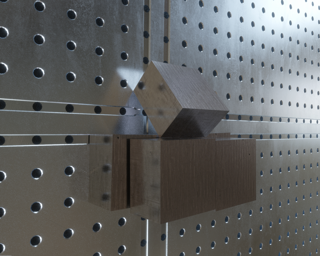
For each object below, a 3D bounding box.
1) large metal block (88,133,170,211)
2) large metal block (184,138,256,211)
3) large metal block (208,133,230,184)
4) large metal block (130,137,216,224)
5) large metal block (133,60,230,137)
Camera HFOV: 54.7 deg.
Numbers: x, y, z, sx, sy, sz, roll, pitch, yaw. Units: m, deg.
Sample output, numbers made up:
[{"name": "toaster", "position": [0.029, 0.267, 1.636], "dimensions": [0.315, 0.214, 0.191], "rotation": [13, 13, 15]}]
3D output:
[{"name": "large metal block", "position": [-0.035, 0.047, 0.366], "dimensions": [0.081, 0.050, 0.079], "rotation": [2, 89, -40]}, {"name": "large metal block", "position": [0.077, 0.053, 0.392], "dimensions": [0.081, 0.050, 0.079], "rotation": [0, 90, -40]}, {"name": "large metal block", "position": [0.055, 0.047, 0.441], "dimensions": [0.081, 0.050, 0.079], "rotation": [-1, 91, -40]}, {"name": "large metal block", "position": [0.015, 0.051, 0.339], "dimensions": [0.081, 0.050, 0.079], "rotation": [0, 90, -40]}, {"name": "large metal block", "position": [0.026, -0.034, 0.390], "dimensions": [0.081, 0.050, 0.080], "rotation": [0, 48, -40]}]
